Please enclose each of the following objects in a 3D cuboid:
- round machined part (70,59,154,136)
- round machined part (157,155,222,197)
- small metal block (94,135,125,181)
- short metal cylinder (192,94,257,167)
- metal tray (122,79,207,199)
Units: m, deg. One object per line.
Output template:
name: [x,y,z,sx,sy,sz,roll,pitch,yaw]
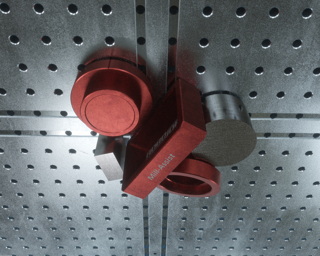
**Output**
round machined part: [-0.057,-0.028,0.370,0.099,0.042,0.097,0,130,0]
round machined part: [0.037,0.060,0.432,0.099,0.042,0.098,9,152,5]
small metal block: [-0.064,0.035,0.419,0.025,0.050,0.050,-12,129,10]
short metal cylinder: [0.076,0.004,0.394,0.081,0.050,0.079,0,130,0]
metal tray: [0.001,0.014,0.376,0.030,0.090,0.129,26,125,-21]
